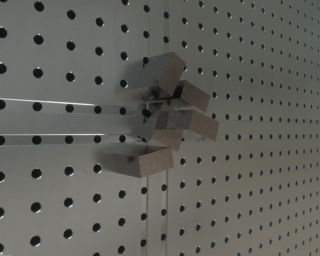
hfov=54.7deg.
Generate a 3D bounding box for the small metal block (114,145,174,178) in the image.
[{"bbox_3d":[-0.020,0.039,0.378,0.050,0.050,0.025,-13,99,-40],"label":"small metal block"}]

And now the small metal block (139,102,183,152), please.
[{"bbox_3d":[0.006,-0.001,0.417,0.050,0.025,0.050,30,71,-36],"label":"small metal block"}]

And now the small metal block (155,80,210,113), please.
[{"bbox_3d":[0.030,-0.041,0.421,0.050,0.050,0.025,25,74,-38],"label":"small metal block"}]

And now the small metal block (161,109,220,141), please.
[{"bbox_3d":[0.038,-0.003,0.395,0.050,0.050,0.025,22,76,-38],"label":"small metal block"}]

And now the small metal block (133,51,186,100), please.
[{"bbox_3d":[-0.001,-0.066,0.394,0.025,0.050,0.050,36,68,-35],"label":"small metal block"}]
